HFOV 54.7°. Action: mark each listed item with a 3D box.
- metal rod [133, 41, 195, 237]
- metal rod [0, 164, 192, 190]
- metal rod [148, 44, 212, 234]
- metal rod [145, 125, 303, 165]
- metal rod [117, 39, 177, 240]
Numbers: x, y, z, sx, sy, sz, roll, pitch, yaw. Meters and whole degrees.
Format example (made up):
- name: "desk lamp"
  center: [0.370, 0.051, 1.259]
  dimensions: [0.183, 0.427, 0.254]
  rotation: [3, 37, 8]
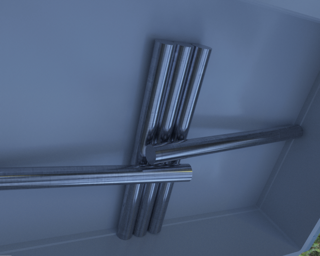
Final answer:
- name: "metal rod"
  center: [-0.002, 0.032, 0.427]
  dimensions: [0.025, 0.025, 0.298]
  rotation: [-2, 119, -28]
- name: "metal rod"
  center: [-0.101, 0.058, 0.368]
  dimensions: [0.303, 0.025, 0.025]
  rotation: [2, 118, -23]
- name: "metal rod"
  center: [0.020, 0.032, 0.440]
  dimensions: [0.025, 0.025, 0.298]
  rotation: [-2, 119, -28]
- name: "metal rod"
  center: [0.114, 0.019, 0.461]
  dimensions: [0.303, 0.025, 0.025]
  rotation: [-6, 121, -33]
- name: "metal rod"
  center: [-0.024, 0.033, 0.416]
  dimensions: [0.025, 0.025, 0.298]
  rotation: [-2, 119, -28]
